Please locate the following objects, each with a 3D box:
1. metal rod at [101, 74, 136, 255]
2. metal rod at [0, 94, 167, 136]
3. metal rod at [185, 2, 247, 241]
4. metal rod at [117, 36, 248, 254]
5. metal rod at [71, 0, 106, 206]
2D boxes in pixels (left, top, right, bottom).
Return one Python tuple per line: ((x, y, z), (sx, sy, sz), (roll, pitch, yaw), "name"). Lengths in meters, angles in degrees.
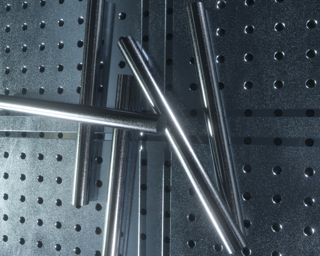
((-0.060, 0.076, 0.432), (0.025, 0.025, 0.298), (6, 92, 19), "metal rod")
((-0.129, -0.023, 0.431), (0.300, 0.025, 0.025), (9, 93, 28), "metal rod")
((0.069, -0.008, 0.387), (0.025, 0.025, 0.298), (-11, 86, 19), "metal rod")
((0.021, 0.009, 0.389), (0.025, 0.025, 0.299), (-33, 74, 17), "metal rod")
((-0.103, -0.039, 0.447), (0.025, 0.025, 0.298), (6, 92, 19), "metal rod")
